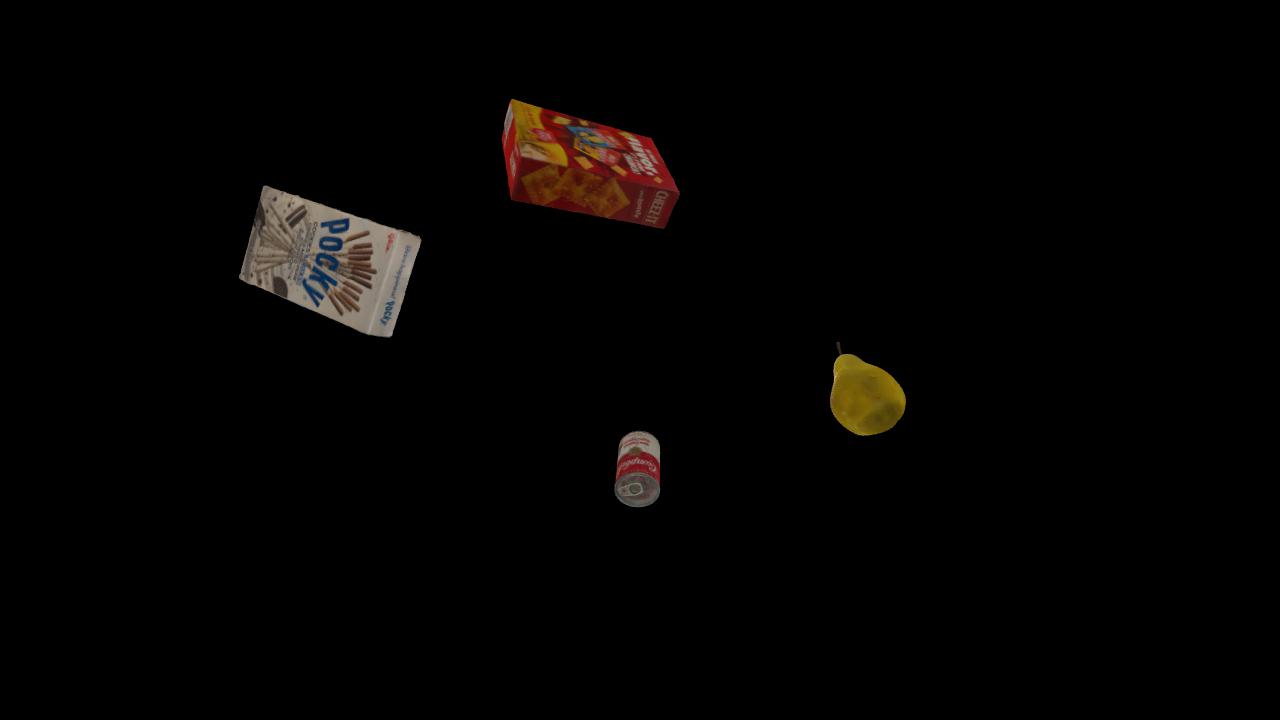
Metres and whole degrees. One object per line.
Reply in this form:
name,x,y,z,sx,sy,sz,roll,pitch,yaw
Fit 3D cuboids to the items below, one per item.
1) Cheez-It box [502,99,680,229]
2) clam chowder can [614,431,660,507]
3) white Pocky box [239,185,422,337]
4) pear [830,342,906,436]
Cheez-It box,-0.072,-0.271,0.857,0.223,0.166,0.071,5,-47,-24
clam chowder can,-0.002,0.164,0.940,0.068,0.068,0.102,0,31,2
white Pocky box,-0.250,-0.080,0.490,0.154,0.084,0.028,20,5,21
pear,0.236,0.028,0.669,0.080,0.080,0.111,0,37,-8
